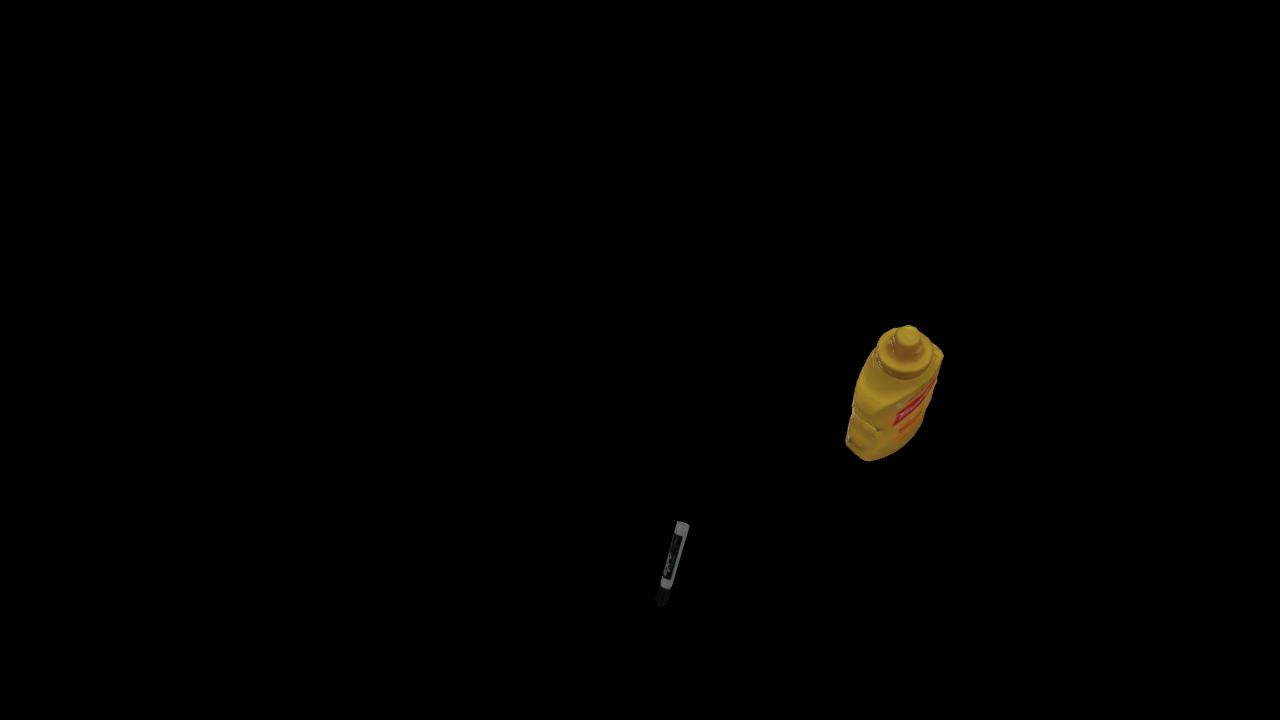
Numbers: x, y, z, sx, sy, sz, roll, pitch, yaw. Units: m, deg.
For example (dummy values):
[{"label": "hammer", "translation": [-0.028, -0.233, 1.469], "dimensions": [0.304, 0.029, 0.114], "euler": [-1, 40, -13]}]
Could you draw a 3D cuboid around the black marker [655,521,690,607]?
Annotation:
[{"label": "black marker", "translation": [0.045, 0.288, 0.866], "dimensions": [0.020, 0.121, 0.020], "euler": [16, 0, 0]}]

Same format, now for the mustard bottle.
[{"label": "mustard bottle", "translation": [0.227, 0.024, 0.548], "dimensions": [0.092, 0.054, 0.184], "euler": [-34, -32, -5]}]
